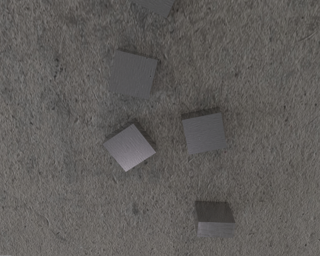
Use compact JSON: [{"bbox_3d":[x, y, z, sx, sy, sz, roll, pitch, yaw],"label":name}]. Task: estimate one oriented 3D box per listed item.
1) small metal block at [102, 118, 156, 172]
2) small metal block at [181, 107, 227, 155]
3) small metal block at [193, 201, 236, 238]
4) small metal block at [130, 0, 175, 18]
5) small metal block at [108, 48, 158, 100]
[{"bbox_3d":[-0.040,0.022,0.418,0.050,0.025,0.050,-34,107,11],"label":"small metal block"},{"bbox_3d":[0.058,0.003,0.411,0.050,0.025,0.050,-11,110,4],"label":"small metal block"},{"bbox_3d":[0.076,0.130,0.445,0.050,0.050,0.025,2,110,-1],"label":"small metal block"},{"bbox_3d":[-0.004,-0.160,0.351,0.050,0.025,0.050,24,108,-9],"label":"small metal block"},{"bbox_3d":[-0.033,-0.068,0.384,0.050,0.025,0.050,13,110,-5],"label":"small metal block"}]
